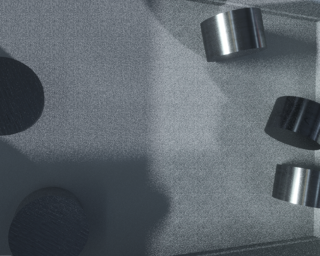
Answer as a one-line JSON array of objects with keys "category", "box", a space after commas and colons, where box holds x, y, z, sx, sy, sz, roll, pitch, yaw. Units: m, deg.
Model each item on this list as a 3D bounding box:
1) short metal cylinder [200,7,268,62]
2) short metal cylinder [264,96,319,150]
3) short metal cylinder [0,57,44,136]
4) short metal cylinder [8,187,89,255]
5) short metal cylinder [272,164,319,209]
[{"category": "short metal cylinder", "box": [0.099, -0.123, 0.417, 0.081, 0.080, 0.050, -13, 95, -20]}, {"category": "short metal cylinder", "box": [0.202, -0.006, 0.456, 0.080, 0.080, 0.050, 27, 81, -18]}, {"category": "short metal cylinder", "box": [-0.168, -0.032, 0.335, 0.081, 0.050, 0.080, 0, 90, -20]}, {"category": "short metal cylinder", "box": [-0.125, 0.111, 0.351, 0.081, 0.050, 0.080, 0, 90, -20]}, {"category": "short metal cylinder", "box": [0.212, 0.085, 0.459, 0.081, 0.080, 0.050, 11, 87, -20]}]
